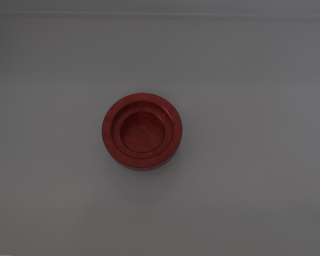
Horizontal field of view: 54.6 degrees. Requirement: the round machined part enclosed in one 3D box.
[{"bbox_3d":[-0.022,0.008,0.398,0.099,0.042,0.098,0,70,0],"label":"round machined part"}]
